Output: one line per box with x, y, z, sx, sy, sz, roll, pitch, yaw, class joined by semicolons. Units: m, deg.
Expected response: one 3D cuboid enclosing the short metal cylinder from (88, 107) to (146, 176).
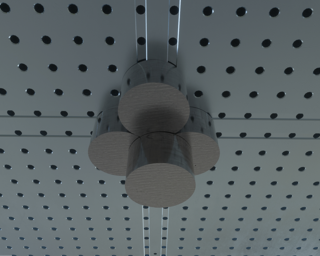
-0.050;0.018;0.410;0.081;0.050;0.079;0;130;0;short metal cylinder

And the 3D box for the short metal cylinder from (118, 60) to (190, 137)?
-0.007;-0.033;0.366;0.081;0.050;0.079;-1;130;-1;short metal cylinder

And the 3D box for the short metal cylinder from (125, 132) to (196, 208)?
0.000;0.051;0.372;0.081;0.050;0.079;0;130;0;short metal cylinder

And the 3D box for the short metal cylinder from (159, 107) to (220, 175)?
0.035;0.019;0.411;0.081;0.050;0.079;0;130;0;short metal cylinder

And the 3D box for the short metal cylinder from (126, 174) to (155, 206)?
-0.008;0.070;0.454;0.081;0.050;0.079;-1;128;0;short metal cylinder
